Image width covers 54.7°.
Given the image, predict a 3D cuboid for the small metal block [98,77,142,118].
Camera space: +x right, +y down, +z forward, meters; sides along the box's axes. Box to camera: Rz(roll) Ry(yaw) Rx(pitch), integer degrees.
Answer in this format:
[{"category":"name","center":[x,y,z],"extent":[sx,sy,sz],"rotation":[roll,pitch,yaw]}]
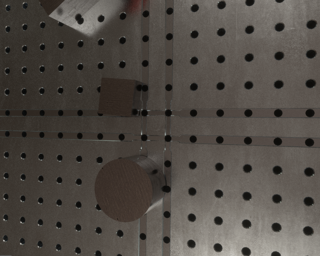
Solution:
[{"category":"small metal block","center":[-0.055,-0.042,0.431],"extent":[0.050,0.025,0.050],"rotation":[7,92,19]}]

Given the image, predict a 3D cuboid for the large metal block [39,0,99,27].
[{"category":"large metal block","center":[-0.135,-0.209,0.445],"extent":[0.080,0.050,0.080],"rotation":[-36,79,16]}]

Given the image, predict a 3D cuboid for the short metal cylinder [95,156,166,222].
[{"category":"short metal cylinder","center":[-0.039,0.078,0.412],"extent":[0.080,0.050,0.079],"rotation":[0,90,19]}]
